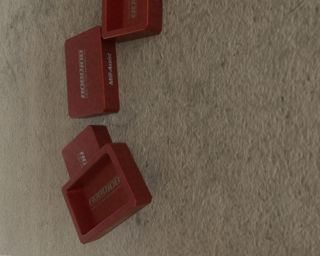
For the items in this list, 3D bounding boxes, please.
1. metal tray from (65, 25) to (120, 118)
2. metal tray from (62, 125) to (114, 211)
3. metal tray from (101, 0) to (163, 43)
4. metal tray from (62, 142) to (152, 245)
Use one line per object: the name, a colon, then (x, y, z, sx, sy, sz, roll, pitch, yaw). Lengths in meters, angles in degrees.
metal tray: (-0.109, -0.084, 0.489, 0.090, 0.030, 0.129, -7, 86, 39)
metal tray: (-0.101, 0.071, 0.482, 0.090, 0.030, 0.130, -37, 68, 33)
metal tray: (-0.040, -0.192, 0.432, 0.090, 0.030, 0.129, 2, 91, 39)
metal tray: (-0.078, 0.090, 0.423, 0.129, 0.030, 0.090, -42, 65, 31)
